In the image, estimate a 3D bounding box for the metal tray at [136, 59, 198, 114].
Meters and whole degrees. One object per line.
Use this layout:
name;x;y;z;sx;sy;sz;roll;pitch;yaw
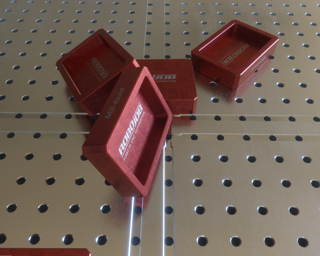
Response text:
metal tray;-0.015;-0.062;0.456;0.131;0.030;0.090;-1;50;-2

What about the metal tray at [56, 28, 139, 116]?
metal tray;-0.089;-0.083;0.435;0.090;0.030;0.130;-38;45;-2

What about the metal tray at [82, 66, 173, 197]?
metal tray;-0.030;0.002;0.360;0.030;0.090;0.130;-6;45;28

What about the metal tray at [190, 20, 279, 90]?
metal tray;0.123;-0.125;0.510;0.090;0.030;0.131;33;57;24

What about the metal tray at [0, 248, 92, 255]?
metal tray;-0.130;0.156;0.271;0.131;0.030;0.090;0;50;0
